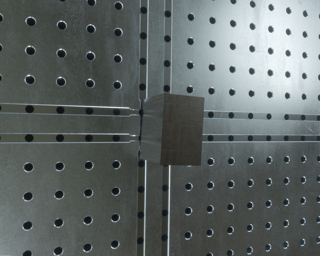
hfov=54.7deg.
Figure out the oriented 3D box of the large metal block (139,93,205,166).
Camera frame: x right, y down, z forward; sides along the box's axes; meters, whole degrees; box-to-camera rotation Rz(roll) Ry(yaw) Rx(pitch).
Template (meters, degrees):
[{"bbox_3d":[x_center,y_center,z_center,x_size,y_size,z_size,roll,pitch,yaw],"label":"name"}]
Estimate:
[{"bbox_3d":[0.012,0.002,0.388,0.050,0.080,0.079,4,89,-20],"label":"large metal block"}]
